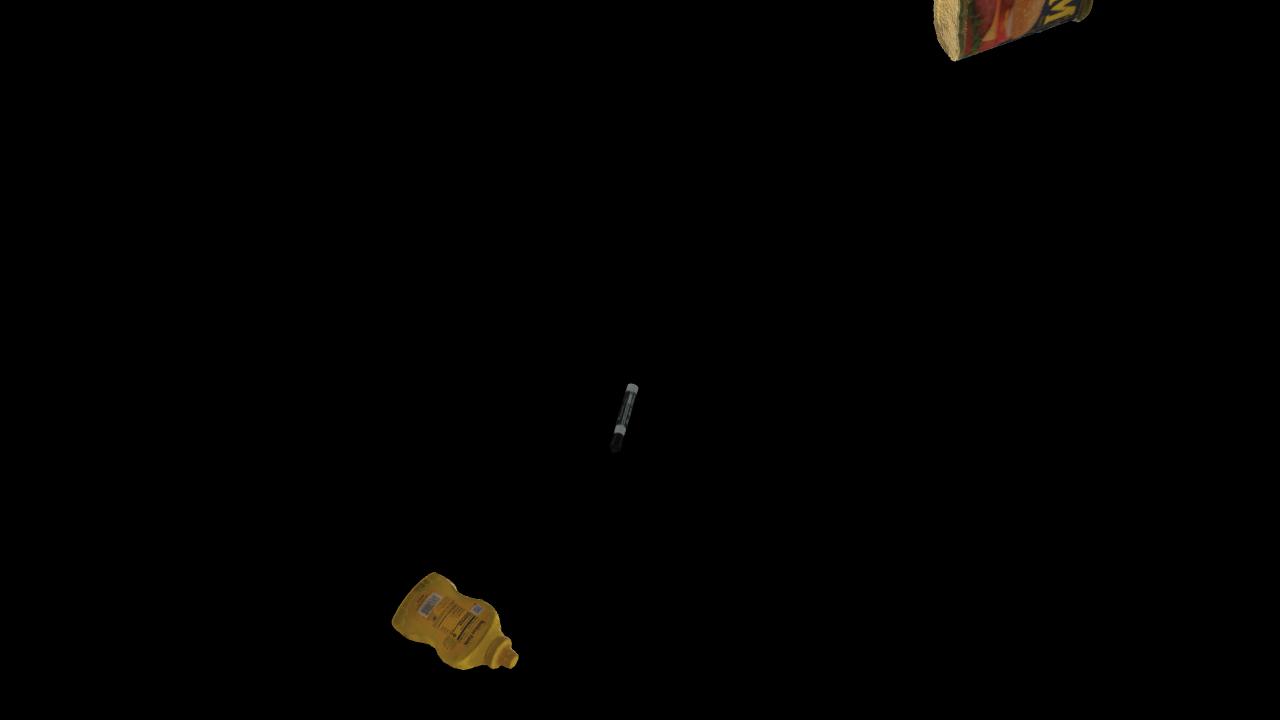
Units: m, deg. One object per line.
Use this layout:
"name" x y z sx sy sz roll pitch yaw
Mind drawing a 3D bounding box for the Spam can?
"Spam can" 0.247 -0.263 0.407 0.085 0.058 0.101 -15 -34 15

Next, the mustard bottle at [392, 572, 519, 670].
"mustard bottle" -0.243 0.369 0.842 0.184 0.054 0.092 19 42 23

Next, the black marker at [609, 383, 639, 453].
"black marker" -0.025 0.088 0.933 0.020 0.121 0.020 10 -38 8
